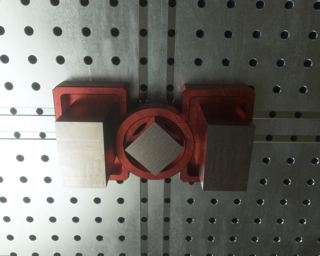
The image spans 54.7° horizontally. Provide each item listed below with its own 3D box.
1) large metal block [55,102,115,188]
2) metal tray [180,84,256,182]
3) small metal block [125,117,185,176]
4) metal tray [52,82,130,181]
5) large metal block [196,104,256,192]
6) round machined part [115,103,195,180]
[{"bbox_3d":[-0.086,0.017,0.375,0.050,0.080,0.079,1,110,0],"label":"large metal block"},{"bbox_3d":[0.072,0.008,0.413,0.091,0.030,0.129,0,110,0],"label":"metal tray"},{"bbox_3d":[-0.006,0.021,0.378,0.050,0.025,0.050,43,104,-14],"label":"small metal block"},{"bbox_3d":[-0.086,0.005,0.411,0.091,0.030,0.129,1,110,-1],"label":"metal tray"},{"bbox_3d":[0.075,0.021,0.378,0.050,0.080,0.079,1,110,-1],"label":"large metal block"},{"bbox_3d":[-0.007,0.014,0.400,0.099,0.042,0.097,0,110,0],"label":"round machined part"}]
